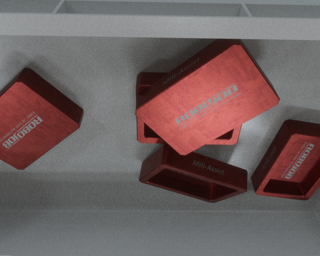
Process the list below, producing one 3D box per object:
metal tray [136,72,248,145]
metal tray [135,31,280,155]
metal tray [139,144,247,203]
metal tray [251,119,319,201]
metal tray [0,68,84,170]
[{"bbox_3d":[0.037,-0.022,0.387,0.131,0.030,0.089,1,130,-2],"label":"metal tray"},{"bbox_3d":[0.049,-0.031,0.340,0.130,0.030,0.090,-32,124,24],"label":"metal tray"},{"bbox_3d":[0.046,0.069,0.444,0.131,0.030,0.090,19,150,-17],"label":"metal tray"},{"bbox_3d":[0.201,0.051,0.452,0.091,0.030,0.129,8,130,-8],"label":"metal tray"},{"bbox_3d":[-0.175,-0.006,0.398,0.130,0.030,0.090,-33,123,24],"label":"metal tray"}]
